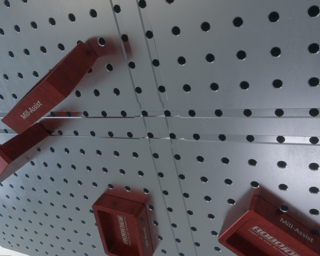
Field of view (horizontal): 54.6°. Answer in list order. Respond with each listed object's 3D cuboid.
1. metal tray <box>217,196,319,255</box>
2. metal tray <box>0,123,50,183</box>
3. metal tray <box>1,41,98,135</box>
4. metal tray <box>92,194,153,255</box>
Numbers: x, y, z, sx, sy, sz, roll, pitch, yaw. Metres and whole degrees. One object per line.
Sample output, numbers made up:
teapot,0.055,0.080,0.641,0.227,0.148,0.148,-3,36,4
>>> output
metal tray,0.157,0.161,0.424,0.130,0.030,0.089,34,129,6
metal tray,-0.255,0.051,0.536,0.030,0.090,0.129,48,129,-5
metal tray,-0.147,-0.052,0.412,0.130,0.090,0.030,-27,118,37
metal tray,-0.065,0.185,0.557,0.090,0.030,0.129,7,122,24
